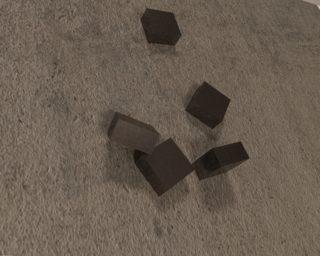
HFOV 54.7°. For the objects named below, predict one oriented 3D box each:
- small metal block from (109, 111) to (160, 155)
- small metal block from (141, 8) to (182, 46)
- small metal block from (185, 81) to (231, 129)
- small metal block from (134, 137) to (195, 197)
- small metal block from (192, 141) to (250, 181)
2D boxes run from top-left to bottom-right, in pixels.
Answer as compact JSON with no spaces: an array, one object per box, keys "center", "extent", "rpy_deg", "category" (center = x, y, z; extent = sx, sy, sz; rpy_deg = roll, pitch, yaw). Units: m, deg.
[{"center":[-0.032,0.005,0.366],"extent":[0.050,0.050,0.025],"rpy_deg":[22,97,-15],"category":"small metal block"},{"center":[0.002,-0.165,0.507],"extent":[0.050,0.025,0.050],"rpy_deg":[-2,63,-30],"category":"small metal block"},{"center":[0.073,-0.035,0.467],"extent":[0.050,0.025,0.050],"rpy_deg":[35,51,-6],"category":"small metal block"},{"center":[0.006,0.047,0.380],"extent":[0.050,0.025,0.050],"rpy_deg":[-30,79,-38],"category":"small metal block"},{"center":[0.079,0.043,0.406],"extent":[0.050,0.050,0.025],"rpy_deg":[-10,67,-33],"category":"small metal block"}]
